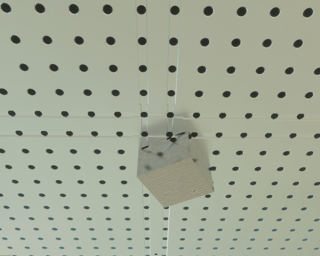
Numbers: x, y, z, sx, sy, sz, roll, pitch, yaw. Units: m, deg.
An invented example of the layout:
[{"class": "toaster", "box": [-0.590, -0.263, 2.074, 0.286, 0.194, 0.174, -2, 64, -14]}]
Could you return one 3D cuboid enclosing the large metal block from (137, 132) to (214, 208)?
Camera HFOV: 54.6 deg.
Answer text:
[{"class": "large metal block", "box": [0.023, 0.062, 0.448, 0.080, 0.050, 0.080, -22, 127, 18]}]
